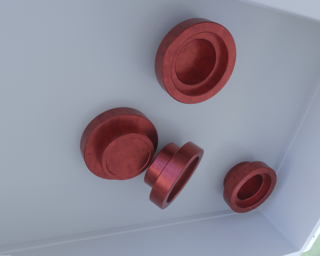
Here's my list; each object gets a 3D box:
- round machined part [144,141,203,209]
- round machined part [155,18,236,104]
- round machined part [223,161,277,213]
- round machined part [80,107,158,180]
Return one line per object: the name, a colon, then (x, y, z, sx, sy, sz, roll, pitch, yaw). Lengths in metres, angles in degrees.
round machined part: (0.015, 0.059, 0.424, 0.098, 0.042, 0.098, -49, 161, -23)
round machined part: (0.038, -0.081, 0.370, 0.099, 0.042, 0.097, -14, 125, -21)
round machined part: (0.152, 0.098, 0.544, 0.099, 0.042, 0.097, -14, 125, -21)
round machined part: (-0.046, 0.027, 0.390, 0.099, 0.042, 0.097, -14, 125, -21)
